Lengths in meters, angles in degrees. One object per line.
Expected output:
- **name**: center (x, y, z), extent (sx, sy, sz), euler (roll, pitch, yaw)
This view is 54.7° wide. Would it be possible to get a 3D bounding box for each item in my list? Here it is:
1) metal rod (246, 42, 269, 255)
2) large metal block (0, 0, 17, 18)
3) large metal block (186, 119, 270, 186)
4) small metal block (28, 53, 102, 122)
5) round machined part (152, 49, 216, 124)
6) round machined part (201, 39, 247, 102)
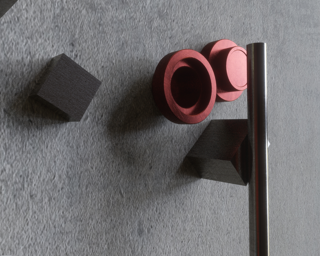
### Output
- **metal rod**: center (0.129, 0.040, 0.408), extent (0.025, 0.025, 0.298), euler (-2, 92, -40)
- **large metal block**: center (-0.149, -0.137, 0.243), extent (0.050, 0.080, 0.079), euler (-6, 94, -40)
- **large metal block**: center (0.099, 0.032, 0.452), extent (0.080, 0.080, 0.050), euler (-51, 120, -28)
- **small metal block**: center (-0.097, -0.041, 0.323), extent (0.050, 0.025, 0.050), euler (38, 67, -34)
- **round machined part**: center (0.028, -0.054, 0.417), extent (0.099, 0.042, 0.097), euler (0, 90, -40)
- **round machined part**: center (0.108, -0.090, 0.484), extent (0.099, 0.042, 0.097), euler (0, 90, -40)
